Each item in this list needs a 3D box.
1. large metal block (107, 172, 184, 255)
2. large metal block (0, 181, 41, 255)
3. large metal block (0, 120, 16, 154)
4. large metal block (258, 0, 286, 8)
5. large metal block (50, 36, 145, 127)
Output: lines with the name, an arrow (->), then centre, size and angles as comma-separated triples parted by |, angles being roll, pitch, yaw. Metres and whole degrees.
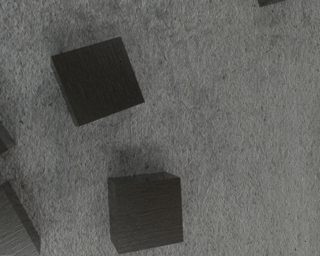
large metal block -> -0.019, 0.102, 0.389 | 0.081, 0.050, 0.079 | -3, 91, -20
large metal block -> -0.184, 0.114, 0.328 | 0.081, 0.050, 0.080 | -27, 99, -18
large metal block -> -0.198, 0.018, 0.307 | 0.080, 0.080, 0.050 | -32, 101, -17
large metal block -> 0.185, -0.237, 0.463 | 0.081, 0.050, 0.080 | -22, 97, -19
large metal block -> -0.075, -0.053, 0.368 | 0.081, 0.050, 0.080 | -22, 98, -19
